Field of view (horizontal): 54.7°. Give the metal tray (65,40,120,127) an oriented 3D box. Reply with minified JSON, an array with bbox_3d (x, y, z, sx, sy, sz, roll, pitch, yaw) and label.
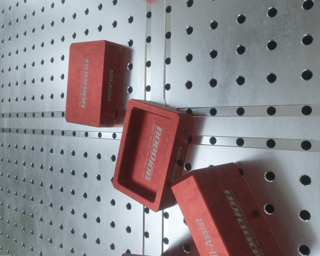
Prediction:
[{"bbox_3d":[-0.109,-0.069,0.493,0.090,0.030,0.129,8,95,39],"label":"metal tray"}]

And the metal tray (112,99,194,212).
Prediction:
[{"bbox_3d":[-0.013,0.033,0.414,0.090,0.030,0.129,20,103,38],"label":"metal tray"}]

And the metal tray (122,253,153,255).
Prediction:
[{"bbox_3d":[0.015,0.196,0.350,0.130,0.090,0.030,27,83,36],"label":"metal tray"}]

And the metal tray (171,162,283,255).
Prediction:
[{"bbox_3d":[0.072,0.102,0.306,0.030,0.091,0.130,-37,68,34],"label":"metal tray"}]
